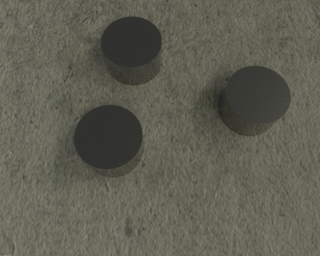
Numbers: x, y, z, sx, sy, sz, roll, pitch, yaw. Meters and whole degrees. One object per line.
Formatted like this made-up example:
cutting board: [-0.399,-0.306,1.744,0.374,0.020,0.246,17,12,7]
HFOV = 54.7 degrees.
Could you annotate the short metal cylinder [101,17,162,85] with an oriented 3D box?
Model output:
short metal cylinder: [-0.038,-0.107,0.433,0.081,0.050,0.080,0,70,0]

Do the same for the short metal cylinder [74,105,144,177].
short metal cylinder: [-0.061,0.018,0.388,0.081,0.050,0.080,0,70,0]

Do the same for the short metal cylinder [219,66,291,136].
short metal cylinder: [0.122,-0.035,0.409,0.081,0.050,0.080,0,70,0]
